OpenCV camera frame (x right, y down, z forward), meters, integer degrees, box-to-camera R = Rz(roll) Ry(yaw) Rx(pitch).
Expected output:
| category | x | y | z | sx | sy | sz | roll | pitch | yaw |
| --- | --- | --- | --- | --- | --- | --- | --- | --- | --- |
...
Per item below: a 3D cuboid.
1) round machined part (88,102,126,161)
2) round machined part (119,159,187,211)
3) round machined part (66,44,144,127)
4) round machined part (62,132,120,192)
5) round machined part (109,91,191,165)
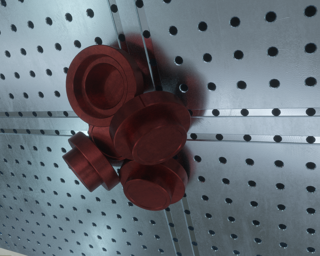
| category | x | y | z | sx | sy | sz | roll | pitch | yaw |
| --- | --- | --- | --- | --- | --- | --- | --- | --- | --- |
| round machined part | -0.060 | 0.007 | 0.433 | 0.098 | 0.042 | 0.097 | 13 | 124 | 20 |
| round machined part | -0.013 | 0.080 | 0.439 | 0.098 | 0.042 | 0.097 | 10 | 133 | 11 |
| round machined part | -0.064 | -0.052 | 0.386 | 0.098 | 0.042 | 0.097 | 3 | 99 | 22 |
| round machined part | -0.107 | 0.056 | 0.458 | 0.098 | 0.042 | 0.098 | 43 | 159 | 22 |
| round machined part | -0.007 | 0.007 | 0.369 | 0.042 | 0.099 | 0.097 | 61 | 141 | 39 |
